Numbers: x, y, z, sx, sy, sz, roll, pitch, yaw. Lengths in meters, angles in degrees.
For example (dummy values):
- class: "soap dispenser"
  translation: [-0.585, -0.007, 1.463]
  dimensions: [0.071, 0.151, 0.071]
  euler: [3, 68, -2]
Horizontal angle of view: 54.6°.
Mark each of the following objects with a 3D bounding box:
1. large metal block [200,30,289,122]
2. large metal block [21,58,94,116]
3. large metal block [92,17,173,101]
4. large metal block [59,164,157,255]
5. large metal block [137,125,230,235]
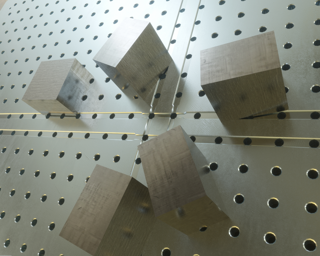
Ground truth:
- class: "large metal block"
  translation: [0.098, -0.054, 0.356]
  dimensions: [0.080, 0.080, 0.050]
  euler: [-11, 57, 23]
- class: "large metal block"
  translation: [-0.172, -0.068, 0.526]
  dimensions: [0.080, 0.050, 0.080]
  euler: [2, 63, 29]
- class: "large metal block"
  translation: [-0.037, -0.101, 0.455]
  dimensions: [0.050, 0.080, 0.080]
  euler: [26, 76, 37]
- class: "large metal block"
  translation: [-0.048, 0.097, 0.340]
  dimensions: [0.050, 0.080, 0.080]
  euler: [13, 69, 34]
- class: "large metal block"
  translation: [0.025, 0.057, 0.326]
  dimensions: [0.050, 0.080, 0.080]
  euler: [-27, 52, 12]
